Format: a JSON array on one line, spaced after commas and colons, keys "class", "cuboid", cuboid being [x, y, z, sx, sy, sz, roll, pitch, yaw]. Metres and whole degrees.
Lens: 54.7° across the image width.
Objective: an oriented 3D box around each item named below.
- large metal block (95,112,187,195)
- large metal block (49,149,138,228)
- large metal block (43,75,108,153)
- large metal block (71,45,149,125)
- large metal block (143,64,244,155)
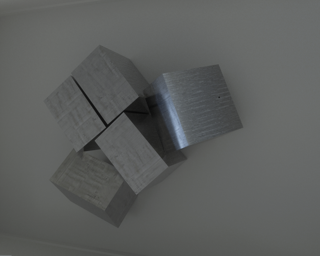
[{"class": "large metal block", "cuboid": [-0.020, 0.028, 0.385, 0.050, 0.080, 0.080, -43, 77, 15]}, {"class": "large metal block", "cuboid": [-0.081, 0.078, 0.400, 0.080, 0.080, 0.050, 23, 63, 18]}, {"class": "large metal block", "cuboid": [-0.091, -0.017, 0.411, 0.050, 0.080, 0.080, -39, 78, 16]}, {"class": "large metal block", "cuboid": [-0.052, -0.051, 0.397, 0.050, 0.080, 0.080, -40, 78, 15]}, {"class": "large metal block", "cuboid": [0.038, -0.022, 0.359, 0.050, 0.081, 0.080, -30, 77, 58]}]
